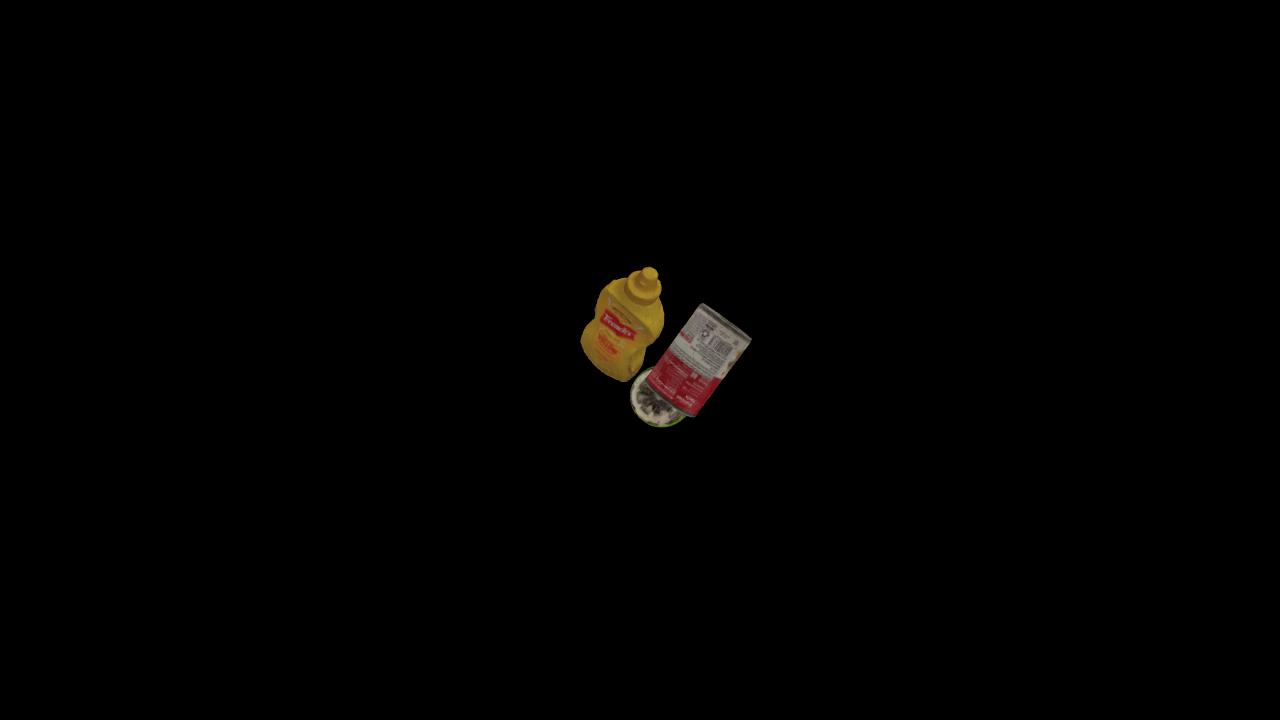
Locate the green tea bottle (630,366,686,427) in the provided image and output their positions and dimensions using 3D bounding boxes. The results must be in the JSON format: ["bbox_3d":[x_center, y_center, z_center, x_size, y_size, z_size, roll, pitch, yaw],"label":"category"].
[{"bbox_3d":[0.038,0.043,0.768,0.073,0.073,0.212,0,-3,9],"label":"green tea bottle"}]

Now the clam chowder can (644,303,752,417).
[{"bbox_3d":[0.061,0.000,0.645,0.068,0.102,0.068,34,10,-7],"label":"clam chowder can"}]

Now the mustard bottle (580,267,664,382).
[{"bbox_3d":[-0.015,-0.051,0.757,0.054,0.092,0.184,-34,-15,-34],"label":"mustard bottle"}]
